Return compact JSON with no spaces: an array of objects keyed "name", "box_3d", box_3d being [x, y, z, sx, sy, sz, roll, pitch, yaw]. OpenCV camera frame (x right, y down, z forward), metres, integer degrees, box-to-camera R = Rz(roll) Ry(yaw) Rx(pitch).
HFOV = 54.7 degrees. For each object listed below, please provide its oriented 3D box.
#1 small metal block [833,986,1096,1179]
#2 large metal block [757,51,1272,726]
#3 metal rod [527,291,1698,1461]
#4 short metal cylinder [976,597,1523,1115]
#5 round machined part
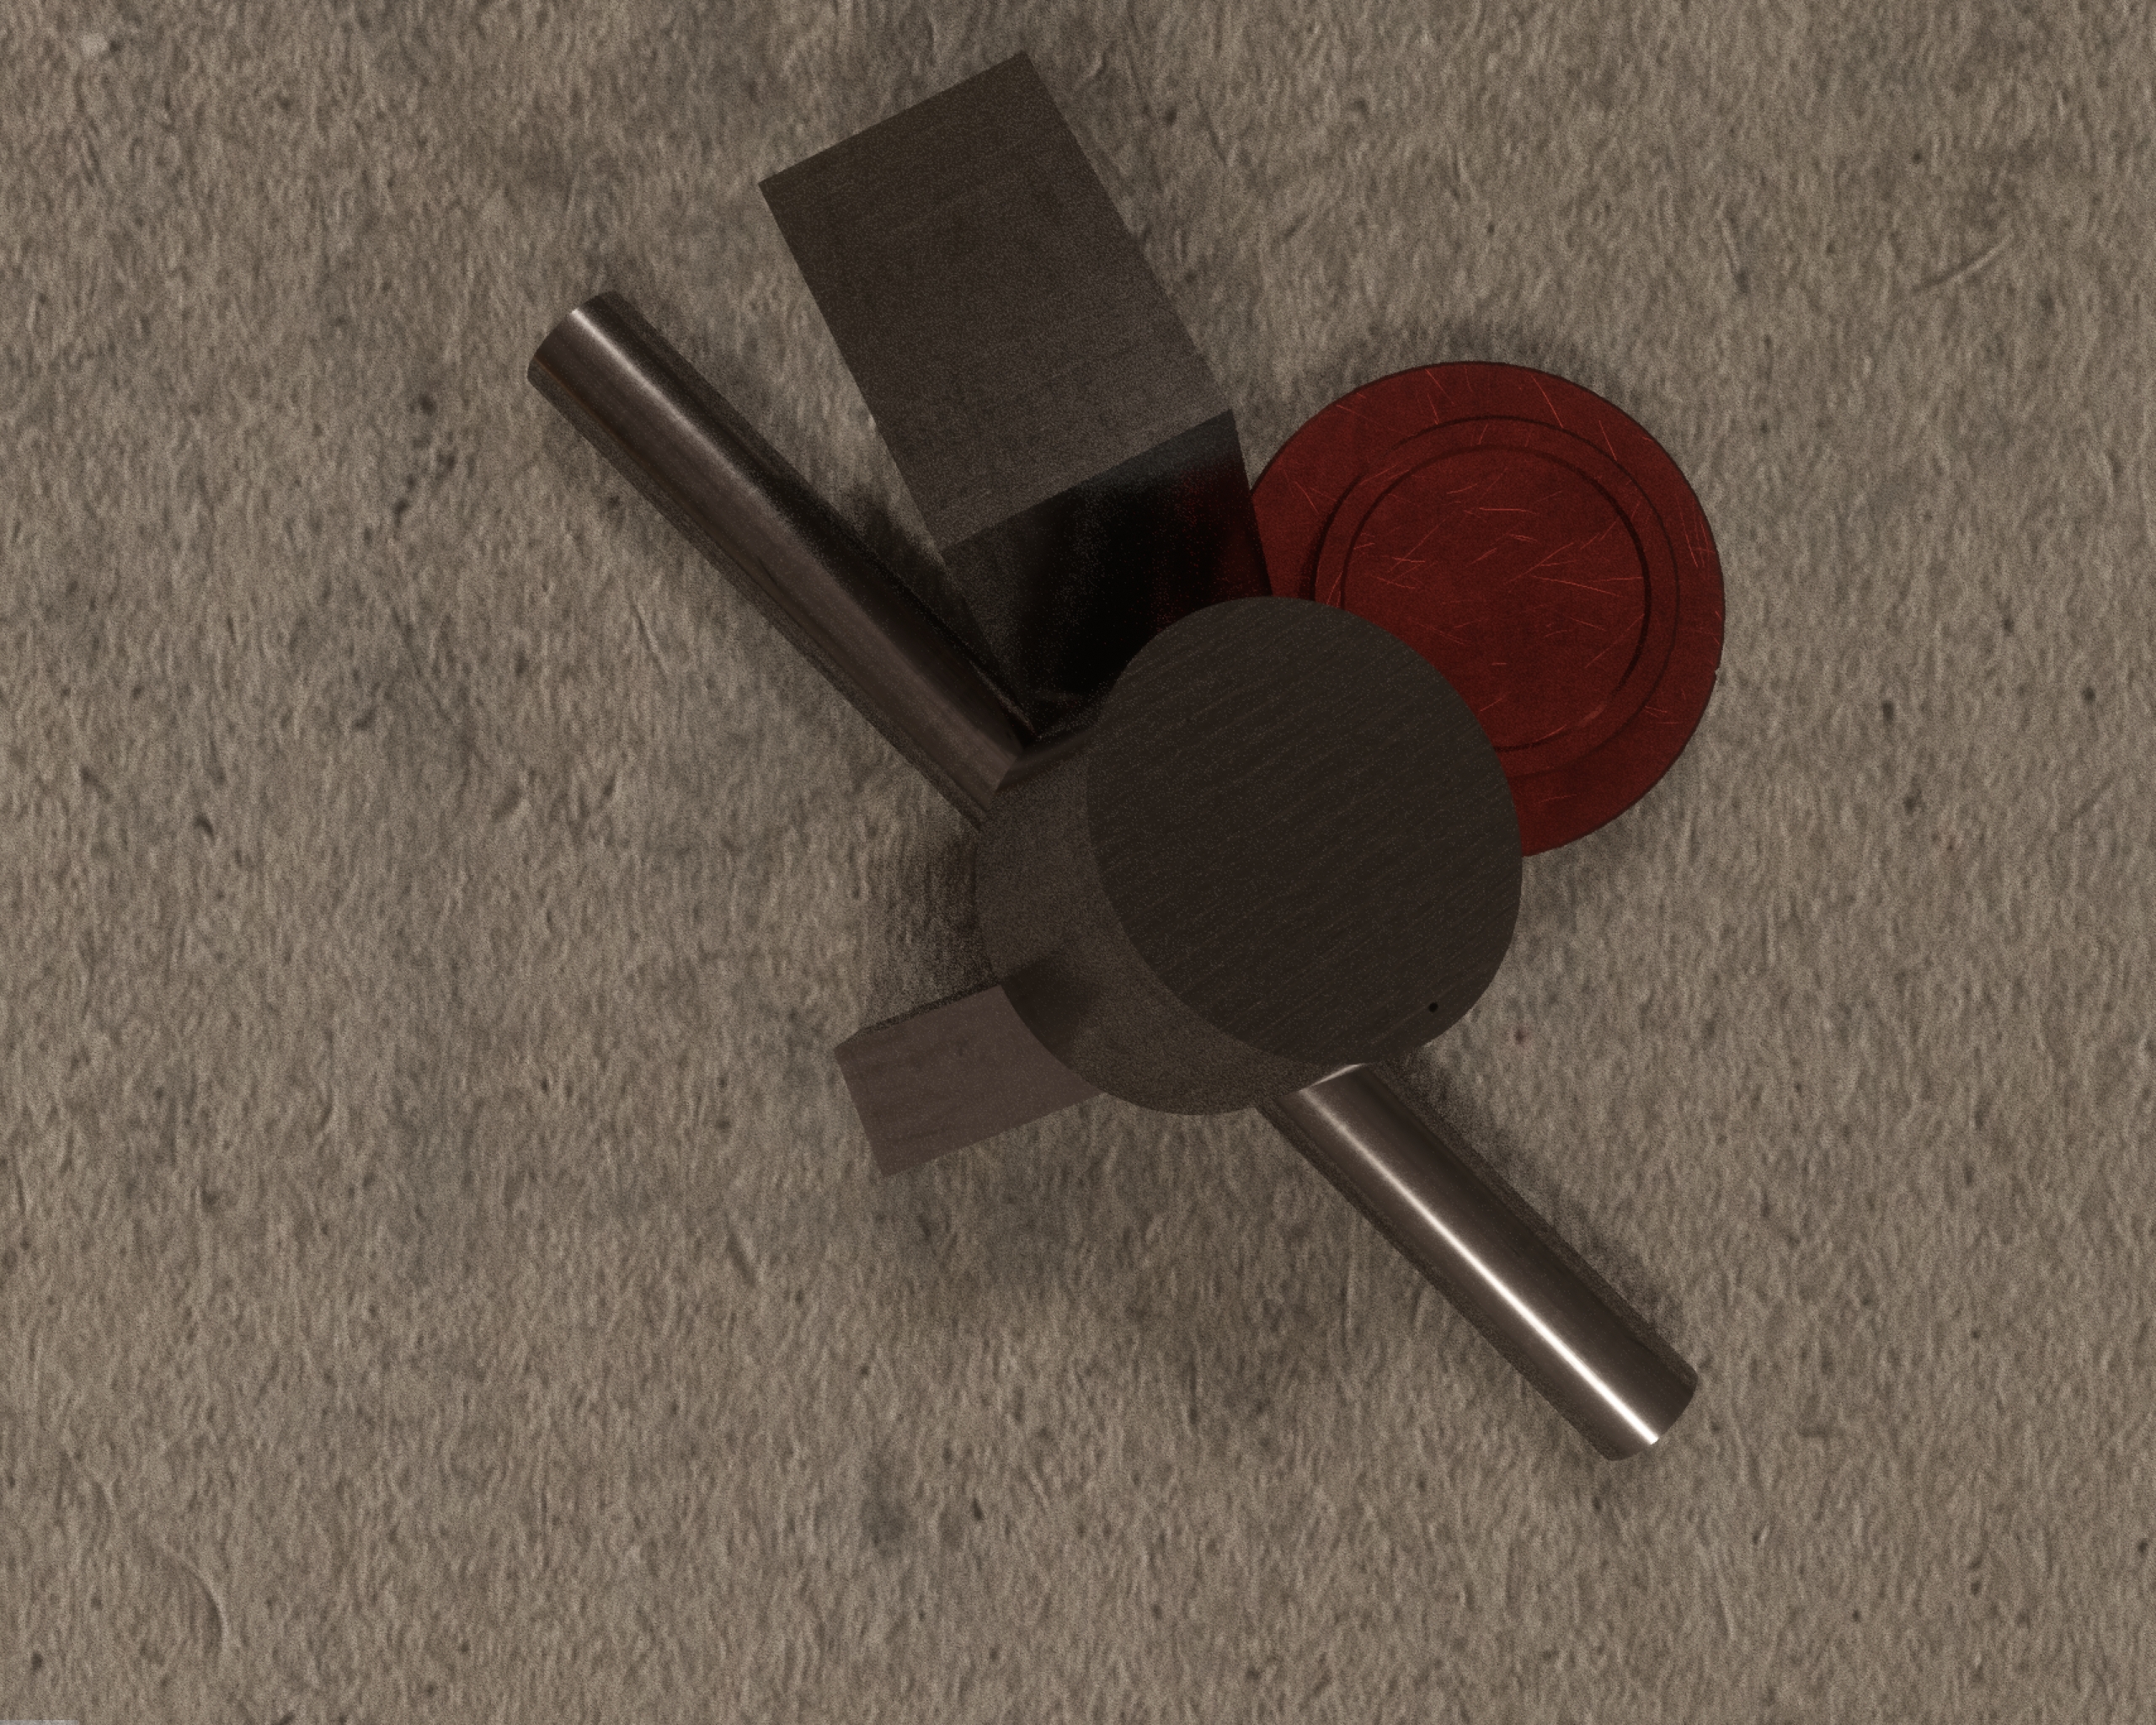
[{"name":"small metal block","box_3d":[-0.016,0.036,0.399,0.050,0.050,0.025,-21,90,-1]},{"name":"large metal block","box_3d":[-0.008,-0.079,0.373,0.050,0.080,0.080,-26,68,1]},{"name":"metal rod","box_3d":[0.007,0.003,0.412,0.025,0.025,0.300,-45,91,0]},{"name":"short metal cylinder","box_3d":[0.029,0.000,0.362,0.081,0.050,0.080,7,72,-22]},{"name":"round machined part","box_3d":[0.077,-0.049,0.403,0.099,0.042,0.097,0,90,-1]}]
